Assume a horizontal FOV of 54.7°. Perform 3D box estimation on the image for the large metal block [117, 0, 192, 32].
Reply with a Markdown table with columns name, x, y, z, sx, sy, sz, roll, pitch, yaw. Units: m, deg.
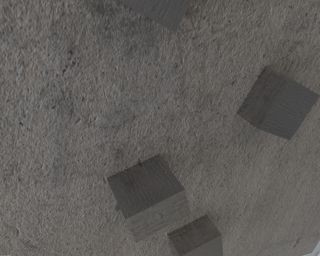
| name | x | y | z | sx | sy | sz | roll | pitch | yaw |
| --- | --- | --- | --- | --- | --- | --- | --- | --- | --- |
| large metal block | -0.008 | -0.150 | 0.293 | 0.081 | 0.050 | 0.080 | 18 | 109 | -35 |

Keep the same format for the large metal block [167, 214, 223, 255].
| name | x | y | z | sx | sy | sz | roll | pitch | yaw |
| --- | --- | --- | --- | --- | --- | --- | --- | --- | --- |
| large metal block | 0.065 | 0.217 | 0.560 | 0.081 | 0.050 | 0.080 | -22 | 127 | -15 |

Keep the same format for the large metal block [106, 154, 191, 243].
| name | x | y | z | sx | sy | sz | roll | pitch | yaw |
| --- | --- | --- | --- | --- | --- | --- | --- | --- | --- |
| large metal block | -0.016 | 0.092 | 0.419 | 0.081 | 0.080 | 0.050 | -24 | 127 | -14 |

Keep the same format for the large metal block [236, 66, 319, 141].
| name | x | y | z | sx | sy | sz | roll | pitch | yaw |
| --- | --- | --- | --- | --- | --- | --- | --- | --- | --- |
| large metal block | 0.177 | -0.035 | 0.465 | 0.081 | 0.050 | 0.080 | 16 | 110 | -35 |
